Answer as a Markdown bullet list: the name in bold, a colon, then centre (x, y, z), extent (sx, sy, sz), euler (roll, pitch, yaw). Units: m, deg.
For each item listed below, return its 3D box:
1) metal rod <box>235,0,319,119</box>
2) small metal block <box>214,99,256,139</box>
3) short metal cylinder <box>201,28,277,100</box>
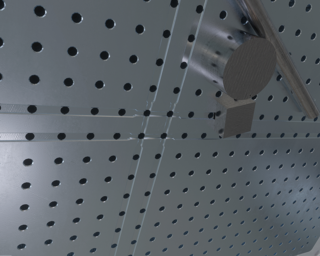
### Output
- **metal rod**: centre (0.175, -0.100, 0.445), extent (0.025, 0.025, 0.301), euler (-47, 129, 5)
- **small metal block**: centre (0.111, -0.017, 0.462), extent (0.050, 0.025, 0.050), euler (-14, 124, -21)
- **short metal cylinder**: centre (0.101, -0.083, 0.399), extent (0.081, 0.050, 0.079), euler (-14, 124, -21)
